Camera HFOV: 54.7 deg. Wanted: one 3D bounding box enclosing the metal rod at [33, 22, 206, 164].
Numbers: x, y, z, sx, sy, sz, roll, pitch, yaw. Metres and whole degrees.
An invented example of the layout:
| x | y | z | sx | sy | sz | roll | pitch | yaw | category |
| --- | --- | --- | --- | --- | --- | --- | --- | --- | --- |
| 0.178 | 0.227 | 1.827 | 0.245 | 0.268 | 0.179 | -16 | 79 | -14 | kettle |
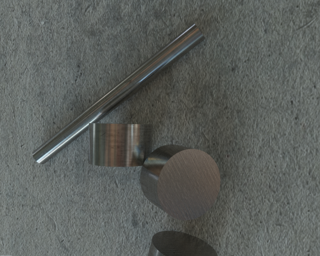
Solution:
| x | y | z | sx | sy | sz | roll | pitch | yaw | category |
| --- | --- | --- | --- | --- | --- | --- | --- | --- | --- |
| -0.067 | -0.039 | 0.432 | 0.300 | 0.025 | 0.025 | -36 | 79 | 16 | metal rod |

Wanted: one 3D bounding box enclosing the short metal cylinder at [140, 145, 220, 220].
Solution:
| x | y | z | sx | sy | sz | roll | pitch | yaw | category |
| --- | --- | --- | --- | --- | --- | --- | --- | --- | --- |
| 0.023 | 0.061 | 0.365 | 0.081 | 0.050 | 0.079 | -1 | 93 | -25 | short metal cylinder |

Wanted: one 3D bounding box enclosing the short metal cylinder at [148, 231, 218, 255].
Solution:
| x | y | z | sx | sy | sz | roll | pitch | yaw | category |
| --- | --- | --- | --- | --- | --- | --- | --- | --- | --- |
| 0.024 | 0.166 | 0.371 | 0.080 | 0.080 | 0.050 | 16 | 96 | 19 | short metal cylinder |

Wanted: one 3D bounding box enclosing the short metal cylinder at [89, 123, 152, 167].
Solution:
| x | y | z | sx | sy | sz | roll | pitch | yaw | category |
| --- | --- | --- | --- | --- | --- | --- | --- | --- | --- |
| -0.050 | 0.019 | 0.398 | 0.080 | 0.080 | 0.050 | 1 | 91 | 20 | short metal cylinder |
